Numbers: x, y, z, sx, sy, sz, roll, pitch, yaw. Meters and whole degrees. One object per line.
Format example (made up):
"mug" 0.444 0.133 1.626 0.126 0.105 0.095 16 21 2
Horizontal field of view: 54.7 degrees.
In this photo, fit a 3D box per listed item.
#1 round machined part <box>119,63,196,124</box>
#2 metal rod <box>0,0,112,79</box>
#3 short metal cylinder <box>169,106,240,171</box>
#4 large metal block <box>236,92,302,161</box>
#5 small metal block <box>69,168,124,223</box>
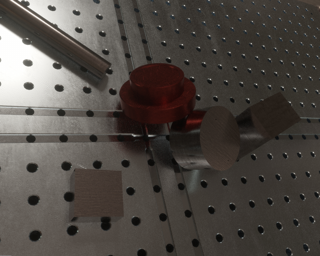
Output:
"round machined part" -0.003 -0.050 0.398 0.099 0.042 0.098 -1 37 1
"metal rod" -0.197 -0.159 0.399 0.301 0.025 0.025 34 51 -7
"short metal cylinder" 0.058 0.014 0.397 0.081 0.050 0.080 6 82 -42
"large metal block" 0.142 -0.001 0.452 0.081 0.080 0.050 -24 75 -37
"small metal block" -0.068 0.072 0.329 0.050 0.025 0.050 7 59 -25
